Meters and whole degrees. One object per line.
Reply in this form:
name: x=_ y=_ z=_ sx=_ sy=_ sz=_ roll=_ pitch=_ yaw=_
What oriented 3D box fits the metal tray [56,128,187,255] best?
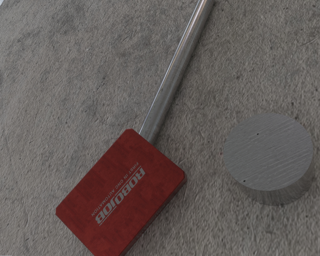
metal tray: x=-0.043 y=0.077 z=0.357 sx=0.090 sy=0.030 sz=0.130 roll=39 pitch=83 yaw=18

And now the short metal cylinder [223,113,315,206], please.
short metal cylinder: x=0.110 y=0.032 z=0.311 sx=0.080 sy=0.050 sz=0.080 roll=-13 pitch=56 yaw=21

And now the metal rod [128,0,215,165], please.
metal rod: x=0.023 y=-0.083 z=0.442 sx=0.025 sy=0.025 sz=0.300 roll=10 pitch=66 yaw=32
